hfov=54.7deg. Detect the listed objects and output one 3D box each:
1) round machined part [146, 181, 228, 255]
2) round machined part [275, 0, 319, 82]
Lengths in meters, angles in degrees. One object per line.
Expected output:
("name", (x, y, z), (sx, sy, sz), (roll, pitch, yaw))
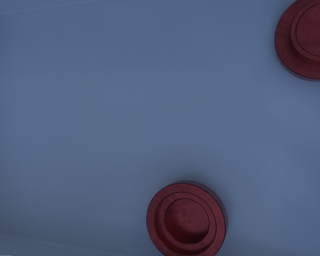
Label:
("round machined part", (0.036, 0.114, 0.389), (0.098, 0.042, 0.097), (0, 90, 20))
("round machined part", (0.178, -0.102, 0.339), (0.098, 0.042, 0.097), (0, 90, 20))
